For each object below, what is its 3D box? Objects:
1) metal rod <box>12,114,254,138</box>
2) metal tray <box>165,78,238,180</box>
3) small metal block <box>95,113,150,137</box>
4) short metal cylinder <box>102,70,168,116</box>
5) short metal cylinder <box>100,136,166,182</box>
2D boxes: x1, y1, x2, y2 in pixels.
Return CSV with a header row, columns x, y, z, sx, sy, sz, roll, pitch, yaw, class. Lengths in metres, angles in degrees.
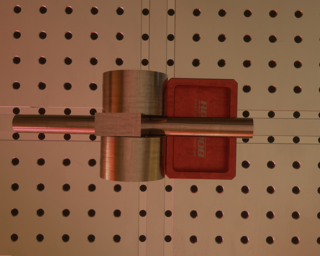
x,y,z,sx,sy,sz,roll,pitch,yaw,class
-0.040,-0.003,0.390,0.301,0.025,0.025,1,90,8,metal rod
0.053,0.001,0.411,0.091,0.030,0.129,1,90,0,metal tray
-0.041,-0.004,0.353,0.050,0.050,0.025,1,90,8,small metal block
-0.031,-0.040,0.384,0.081,0.080,0.050,1,90,0,short metal cylinder
-0.033,0.035,0.385,0.081,0.080,0.050,1,90,0,short metal cylinder
